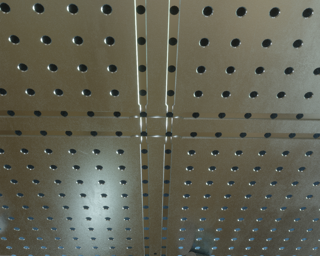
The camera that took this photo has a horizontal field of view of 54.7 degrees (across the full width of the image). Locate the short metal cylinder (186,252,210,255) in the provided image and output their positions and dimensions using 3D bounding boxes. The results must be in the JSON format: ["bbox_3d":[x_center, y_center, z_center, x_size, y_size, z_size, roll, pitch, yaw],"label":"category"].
[{"bbox_3d":[0.081,0.300,0.631,0.050,0.080,0.079,20,127,-16],"label":"short metal cylinder"}]
